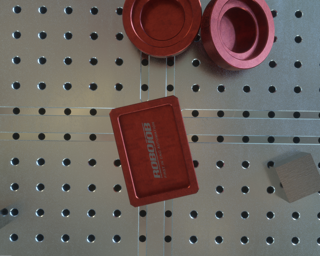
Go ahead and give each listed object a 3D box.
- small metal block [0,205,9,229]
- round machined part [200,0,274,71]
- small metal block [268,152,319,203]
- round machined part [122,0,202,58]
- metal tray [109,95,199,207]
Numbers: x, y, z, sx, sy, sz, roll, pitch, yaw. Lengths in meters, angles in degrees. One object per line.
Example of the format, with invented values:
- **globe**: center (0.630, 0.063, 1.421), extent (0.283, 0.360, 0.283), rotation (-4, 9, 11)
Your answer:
- **small metal block**: center (-0.232, 0.118, 0.399), extent (0.050, 0.050, 0.025), rotation (2, 90, 0)
- **round machined part**: center (0.093, -0.122, 0.393), extent (0.099, 0.042, 0.097), rotation (-2, 95, -24)
- **small metal block**: center (0.182, 0.065, 0.415), extent (0.050, 0.025, 0.050), rotation (-23, 90, 0)
- **round machined part**: center (0.004, -0.140, 0.400), extent (0.099, 0.042, 0.097), rotation (0, 96, 5)
- **metal tray**: center (-0.007, 0.030, 0.410), extent (0.091, 0.030, 0.129), rotation (-13, 90, 0)
